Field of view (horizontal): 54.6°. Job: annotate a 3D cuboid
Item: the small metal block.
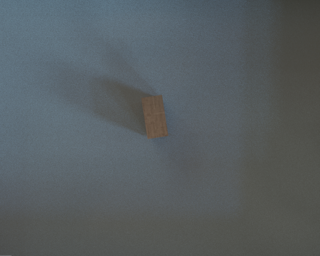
[{"bbox_3d":[-0.006,-0.013,0.395,0.025,0.050,0.050,-9,90,0],"label":"small metal block"}]
